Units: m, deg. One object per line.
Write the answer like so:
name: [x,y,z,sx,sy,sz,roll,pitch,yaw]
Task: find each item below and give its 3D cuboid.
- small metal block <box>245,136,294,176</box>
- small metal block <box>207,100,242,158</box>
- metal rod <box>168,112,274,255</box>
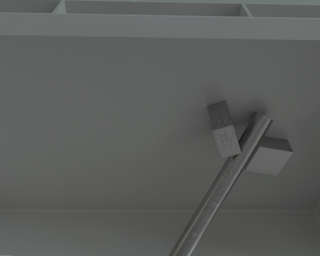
small metal block: [0.153,0.040,0.445,0.050,0.025,0.050,10,130,-9]
small metal block: [0.082,0.001,0.395,0.025,0.050,0.050,-17,128,13]
metal rod: [0.063,0.114,0.422,0.025,0.025,0.299,26,99,-21]
